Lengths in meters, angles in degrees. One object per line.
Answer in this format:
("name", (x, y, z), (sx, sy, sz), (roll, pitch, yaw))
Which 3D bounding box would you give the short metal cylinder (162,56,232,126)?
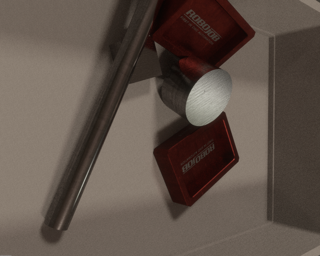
("short metal cylinder", (0.049, -0.049, 0.413), (0.081, 0.050, 0.079), (-23, 131, -28))

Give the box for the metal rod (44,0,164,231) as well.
("metal rod", (-0.053, -0.037, 0.339), (0.025, 0.025, 0.299), (28, 80, -37))

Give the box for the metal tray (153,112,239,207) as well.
("metal tray", (0.059, 0.041, 0.454), (0.131, 0.030, 0.090), (-33, 111, -35))

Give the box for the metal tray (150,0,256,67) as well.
("metal tray", (0.056, -0.128, 0.401), (0.131, 0.090, 0.030), (20, 37, -48))

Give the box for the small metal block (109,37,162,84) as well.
("small metal block", (-0.029, -0.084, 0.384), (0.050, 0.025, 0.050), (-23, 105, -38))
